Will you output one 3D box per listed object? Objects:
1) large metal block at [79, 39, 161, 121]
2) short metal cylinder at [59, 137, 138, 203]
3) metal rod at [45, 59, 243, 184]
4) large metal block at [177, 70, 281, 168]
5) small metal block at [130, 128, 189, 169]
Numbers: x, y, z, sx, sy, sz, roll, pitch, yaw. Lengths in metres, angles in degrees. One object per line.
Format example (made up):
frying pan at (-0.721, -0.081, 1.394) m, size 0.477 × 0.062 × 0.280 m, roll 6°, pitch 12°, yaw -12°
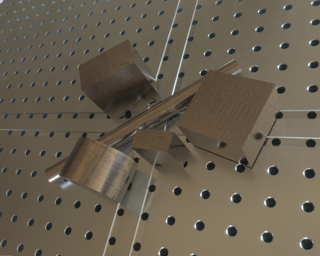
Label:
large metal block at (-0.056, -0.065, 0.442) m, size 0.080 × 0.080 × 0.050 m, roll -25°, pitch 53°, yaw 12°
short metal cylinder at (-0.074, 0.052, 0.377) m, size 0.080 × 0.080 × 0.050 m, roll 12°, pitch 68°, yaw 33°
metal rod at (-0.027, -0.005, 0.423) m, size 0.301 × 0.025 × 0.025 m, roll -30°, pitch 52°, yaw 8°
large metal block at (0.080, -0.013, 0.354) m, size 0.080 × 0.050 × 0.080 m, roll 21°, pitch 73°, yaw 35°
small metal block at (0.001, 0.025, 0.375) m, size 0.050 × 0.050 × 0.025 m, roll 5°, pitch 65°, yaw 30°
